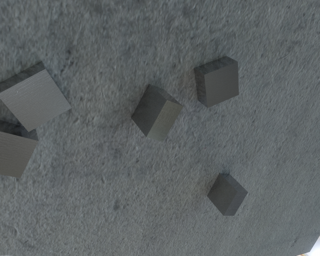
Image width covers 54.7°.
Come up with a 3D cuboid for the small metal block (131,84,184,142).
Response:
[{"bbox_3d":[-0.005,-0.019,0.378,0.025,0.050,0.050,18,109,-36],"label":"small metal block"}]

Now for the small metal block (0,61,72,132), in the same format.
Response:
[{"bbox_3d":[-0.128,-0.032,0.318,0.050,0.025,0.050,-31,129,-8],"label":"small metal block"}]

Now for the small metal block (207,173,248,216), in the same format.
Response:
[{"bbox_3d":[0.113,0.112,0.525,0.025,0.050,0.050,11,113,-34],"label":"small metal block"}]

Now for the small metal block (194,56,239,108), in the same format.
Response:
[{"bbox_3d":[0.076,-0.061,0.412,0.050,0.025,0.050,-23,127,-15],"label":"small metal block"}]

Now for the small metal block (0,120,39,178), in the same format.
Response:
[{"bbox_3d":[-0.166,0.022,0.330,0.050,0.025,0.050,20,108,-36],"label":"small metal block"}]
